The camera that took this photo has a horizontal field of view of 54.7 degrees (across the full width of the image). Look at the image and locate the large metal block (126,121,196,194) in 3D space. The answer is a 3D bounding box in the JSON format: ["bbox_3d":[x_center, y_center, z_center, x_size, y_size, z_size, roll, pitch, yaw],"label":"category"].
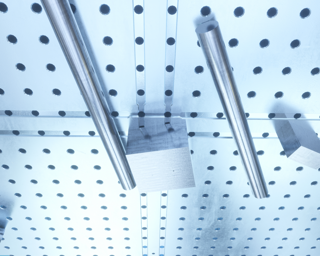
[{"bbox_3d":[0.003,0.042,0.431,0.080,0.050,0.080,-8,130,6],"label":"large metal block"}]

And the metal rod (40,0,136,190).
[{"bbox_3d":[-0.077,-0.023,0.390,0.025,0.025,0.298,-9,130,7],"label":"metal rod"}]

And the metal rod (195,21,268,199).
[{"bbox_3d":[0.106,-0.001,0.412,0.025,0.025,0.299,-18,128,14],"label":"metal rod"}]

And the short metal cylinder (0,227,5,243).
[{"bbox_3d":[-0.320,0.214,0.553,0.050,0.080,0.080,25,126,-20],"label":"short metal cylinder"}]

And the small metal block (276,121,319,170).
[{"bbox_3d":[0.192,0.023,0.418,0.050,0.050,0.025,21,127,-17],"label":"small metal block"}]
